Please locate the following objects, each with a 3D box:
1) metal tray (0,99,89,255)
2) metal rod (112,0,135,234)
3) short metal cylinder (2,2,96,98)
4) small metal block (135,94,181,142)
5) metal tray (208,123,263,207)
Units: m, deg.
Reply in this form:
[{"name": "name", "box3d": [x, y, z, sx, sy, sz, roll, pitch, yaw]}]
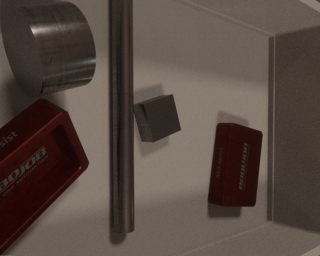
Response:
[{"name": "metal tray", "box3d": [-0.126, 0.047, 0.269, 0.131, 0.030, 0.090, -48, 152, -29]}, {"name": "metal rod", "box3d": [-0.044, -0.027, 0.371, 0.025, 0.025, 0.298, -1, 91, -40]}, {"name": "short metal cylinder", "box3d": [-0.103, -0.073, 0.285, 0.050, 0.080, 0.079, -23, 105, -38]}, {"name": "small metal block", "box3d": [-0.004, -0.013, 0.406, 0.050, 0.025, 0.050, -23, 105, -38]}, {"name": "metal tray", "box3d": [0.127, 0.062, 0.513, 0.091, 0.030, 0.129, 13, 82, -40]}]
